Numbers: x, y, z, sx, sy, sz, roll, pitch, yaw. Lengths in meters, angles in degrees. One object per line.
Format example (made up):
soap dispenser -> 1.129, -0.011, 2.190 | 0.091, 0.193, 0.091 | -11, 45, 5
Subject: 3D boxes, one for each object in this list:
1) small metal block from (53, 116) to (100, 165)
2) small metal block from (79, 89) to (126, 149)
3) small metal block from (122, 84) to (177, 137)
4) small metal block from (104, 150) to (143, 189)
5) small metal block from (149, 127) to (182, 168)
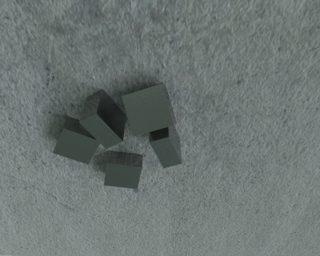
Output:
small metal block -> -0.111, 0.018, 0.421 | 0.050, 0.025, 0.050 | 22, 127, -18
small metal block -> -0.068, -0.011, 0.380 | 0.025, 0.050, 0.050 | -25, 126, 19
small metal block -> -0.012, -0.021, 0.373 | 0.050, 0.025, 0.050 | -16, 92, 12
small metal block -> -0.055, 0.063, 0.460 | 0.050, 0.025, 0.050 | 8, 130, -7
small metal block -> 0.007, 0.015, 0.404 | 0.025, 0.050, 0.050 | -16, 129, 13
